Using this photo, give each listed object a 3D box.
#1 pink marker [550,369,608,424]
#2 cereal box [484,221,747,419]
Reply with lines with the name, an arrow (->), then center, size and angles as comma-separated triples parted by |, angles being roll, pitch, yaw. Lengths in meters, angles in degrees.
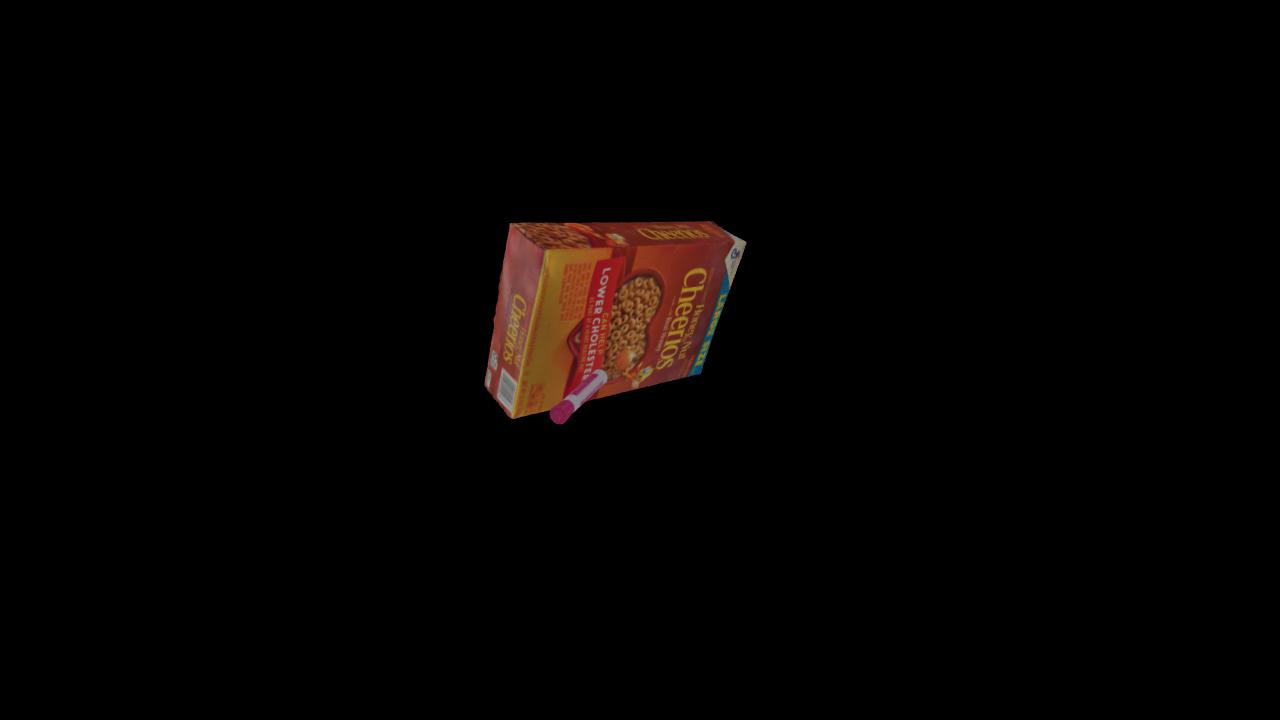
pink marker -> -0.063, 0.037, 0.643 | 0.020, 0.020, 0.121 | 0, 17, 18
cereal box -> -0.021, -0.058, 0.731 | 0.306, 0.203, 0.081 | -10, 39, -41
